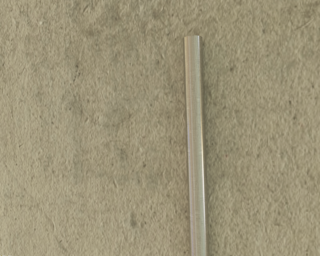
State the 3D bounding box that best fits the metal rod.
[{"bbox_3d":[0.046,0.035,0.392,0.025,0.025,0.298,-2,89,19],"label":"metal rod"}]
